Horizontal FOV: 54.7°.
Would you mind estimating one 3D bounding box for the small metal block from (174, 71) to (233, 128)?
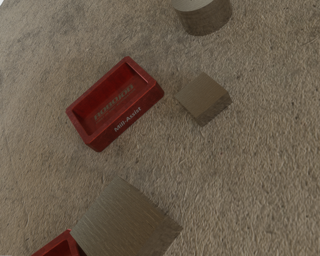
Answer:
[{"bbox_3d":[0.055,-0.037,0.398,0.050,0.025,0.050,-40,51,0],"label":"small metal block"}]

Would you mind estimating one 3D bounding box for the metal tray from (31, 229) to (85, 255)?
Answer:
[{"bbox_3d":[-0.107,0.191,0.339,0.090,0.030,0.130,-36,51,4],"label":"metal tray"}]

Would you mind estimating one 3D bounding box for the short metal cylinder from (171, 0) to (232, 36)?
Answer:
[{"bbox_3d":[0.064,-0.187,0.469,0.080,0.050,0.080,-13,56,21],"label":"short metal cylinder"}]

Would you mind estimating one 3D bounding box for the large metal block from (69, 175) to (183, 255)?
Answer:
[{"bbox_3d":[-0.037,0.112,0.338,0.080,0.050,0.080,32,80,38],"label":"large metal block"}]

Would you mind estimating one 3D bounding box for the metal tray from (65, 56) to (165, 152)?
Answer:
[{"bbox_3d":[-0.069,-0.038,0.459,0.130,0.030,0.090,-42,51,-1],"label":"metal tray"}]
